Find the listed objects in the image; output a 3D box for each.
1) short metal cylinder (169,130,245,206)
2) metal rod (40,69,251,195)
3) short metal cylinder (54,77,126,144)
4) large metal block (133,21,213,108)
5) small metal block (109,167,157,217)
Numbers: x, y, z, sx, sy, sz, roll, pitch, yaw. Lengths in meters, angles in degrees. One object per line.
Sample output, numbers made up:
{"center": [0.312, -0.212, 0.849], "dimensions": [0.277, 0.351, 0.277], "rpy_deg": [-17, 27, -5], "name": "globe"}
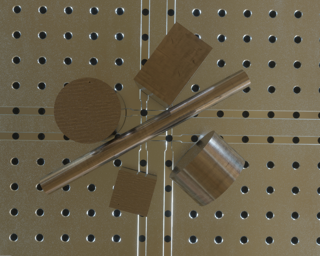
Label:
{"center": [0.057, 0.049, 0.383], "dimensions": [0.050, 0.080, 0.080], "rpy_deg": [44, 90, -1], "name": "short metal cylinder"}
{"center": [-0.019, 0.005, 0.410], "dimensions": [0.301, 0.025, 0.025], "rpy_deg": [-28, 90, 0], "name": "metal rod"}
{"center": [-0.087, -0.021, 0.396], "dimensions": [0.081, 0.050, 0.079], "rpy_deg": [0, 90, 0], "name": "short metal cylinder"}
{"center": [0.015, -0.072, 0.383], "dimensions": [0.050, 0.080, 0.080], "rpy_deg": [36, 90, 0], "name": "large metal block"}
{"center": [-0.035, 0.084, 0.410], "dimensions": [0.050, 0.025, 0.050], "rpy_deg": [15, 90, 0], "name": "small metal block"}
